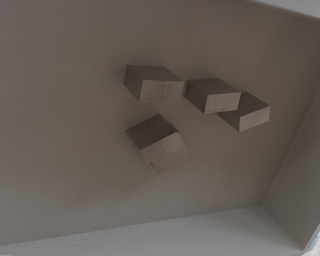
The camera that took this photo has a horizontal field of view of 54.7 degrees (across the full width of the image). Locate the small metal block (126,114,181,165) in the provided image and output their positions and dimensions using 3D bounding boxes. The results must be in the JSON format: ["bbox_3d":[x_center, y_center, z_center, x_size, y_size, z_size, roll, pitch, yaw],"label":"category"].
[{"bbox_3d":[-0.009,0.013,0.395,0.050,0.050,0.025,-27,128,-12],"label":"small metal block"}]

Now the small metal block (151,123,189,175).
[{"bbox_3d":[0.007,0.030,0.431,0.050,0.025,0.050,-30,129,-9],"label":"small metal block"}]

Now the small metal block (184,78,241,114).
[{"bbox_3d":[0.067,-0.043,0.402,0.050,0.050,0.025,-7,122,-25],"label":"small metal block"}]

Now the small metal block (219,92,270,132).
[{"bbox_3d":[0.119,-0.024,0.442,0.050,0.050,0.025,-20,126,-17],"label":"small metal block"}]

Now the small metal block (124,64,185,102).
[{"bbox_3d":[-0.008,-0.051,0.356,0.050,0.050,0.025,-2,119,-28],"label":"small metal block"}]
